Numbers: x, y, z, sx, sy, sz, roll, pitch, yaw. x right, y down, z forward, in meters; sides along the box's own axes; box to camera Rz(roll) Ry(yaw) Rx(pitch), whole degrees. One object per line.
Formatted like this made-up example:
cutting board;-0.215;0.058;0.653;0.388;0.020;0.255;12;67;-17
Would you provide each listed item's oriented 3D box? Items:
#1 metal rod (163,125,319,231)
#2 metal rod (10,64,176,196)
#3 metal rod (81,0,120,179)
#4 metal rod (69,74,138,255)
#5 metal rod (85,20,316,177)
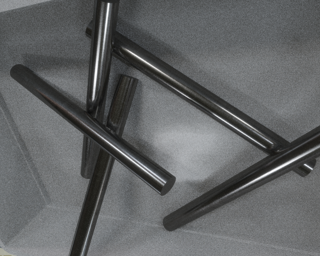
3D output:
metal rod;0.088;0.077;0.387;0.025;0.025;0.298;43;136;-2
metal rod;-0.103;-0.011;0.400;0.300;0.025;0.025;33;130;27
metal rod;-0.086;-0.028;0.413;0.025;0.025;0.298;28;134;10
metal rod;-0.084;0.074;0.422;0.025;0.025;0.298;21;103;15
metal rod;0.042;-0.038;0.361;0.301;0.025;0.025;34;129;5
